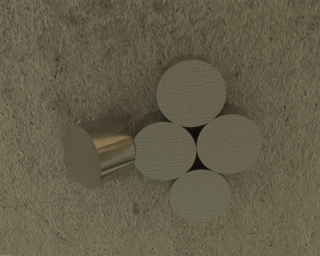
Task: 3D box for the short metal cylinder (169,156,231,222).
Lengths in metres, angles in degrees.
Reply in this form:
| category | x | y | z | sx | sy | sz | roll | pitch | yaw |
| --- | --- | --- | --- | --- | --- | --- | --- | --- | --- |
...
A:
| category | x | y | z | sx | sy | sz | roll | pitch | yaw |
| --- | --- | --- | --- | --- | --- | --- | --- | --- | --- |
| short metal cylinder | 0.053 | 0.081 | 0.428 | 0.081 | 0.050 | 0.079 | 0 | 110 | 0 |

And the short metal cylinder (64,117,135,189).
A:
| category | x | y | z | sx | sy | sz | roll | pitch | yaw |
| --- | --- | --- | --- | --- | --- | --- | --- | --- | --- |
| short metal cylinder | -0.076 | 0.029 | 0.386 | 0.080 | 0.050 | 0.079 | 17 | 115 | 41 |

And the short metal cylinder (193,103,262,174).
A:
| category | x | y | z | sx | sy | sz | roll | pitch | yaw |
| --- | --- | --- | --- | --- | --- | --- | --- | --- | --- |
| short metal cylinder | 0.085 | 0.012 | 0.403 | 0.081 | 0.050 | 0.079 | 0 | 110 | 0 |

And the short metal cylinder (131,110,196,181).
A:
| category | x | y | z | sx | sy | sz | roll | pitch | yaw |
| --- | --- | --- | --- | --- | --- | --- | --- | --- | --- |
| short metal cylinder | 0.005 | 0.021 | 0.405 | 0.081 | 0.050 | 0.079 | 0 | 110 | 0 |

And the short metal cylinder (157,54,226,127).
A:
| category | x | y | z | sx | sy | sz | roll | pitch | yaw |
| --- | --- | --- | --- | --- | --- | --- | --- | --- | --- |
| short metal cylinder | 0.036 | -0.047 | 0.380 | 0.081 | 0.050 | 0.079 | 0 | 110 | 0 |
